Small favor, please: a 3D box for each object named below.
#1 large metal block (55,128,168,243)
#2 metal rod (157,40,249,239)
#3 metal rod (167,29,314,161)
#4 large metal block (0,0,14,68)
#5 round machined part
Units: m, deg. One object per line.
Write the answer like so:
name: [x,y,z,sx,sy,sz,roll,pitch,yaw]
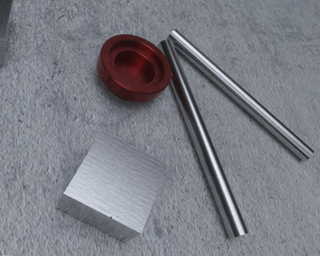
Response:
large metal block: [-0.049,0.061,0.325,0.080,0.050,0.080,31,52,-9]
metal rod: [0.052,0.000,0.433,0.025,0.025,0.299,-5,64,-31]
metal rod: [0.131,-0.054,0.509,0.300,0.025,0.025,42,51,0]
large metal block: [-0.214,-0.122,0.347,0.081,0.050,0.080,8,58,-24]
round machined part: [-0.038,-0.076,0.420,0.099,0.042,0.098,14,56,-21]
